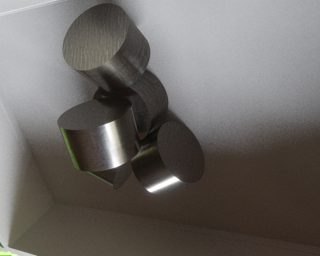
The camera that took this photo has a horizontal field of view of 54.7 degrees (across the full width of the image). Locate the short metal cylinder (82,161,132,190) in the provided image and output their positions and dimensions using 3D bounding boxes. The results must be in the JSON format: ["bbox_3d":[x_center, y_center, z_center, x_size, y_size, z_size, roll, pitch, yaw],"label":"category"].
[{"bbox_3d":[-0.064,0.038,0.428,0.050,0.080,0.079,26,128,12],"label":"short metal cylinder"}]

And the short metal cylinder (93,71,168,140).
[{"bbox_3d":[-0.036,-0.029,0.391,0.080,0.050,0.079,13,124,21],"label":"short metal cylinder"}]

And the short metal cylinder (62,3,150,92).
[{"bbox_3d":[-0.058,-0.087,0.340,0.080,0.080,0.050,4,163,26],"label":"short metal cylinder"}]

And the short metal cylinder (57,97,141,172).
[{"bbox_3d":[-0.065,0.004,0.343,0.080,0.080,0.050,3,120,26],"label":"short metal cylinder"}]

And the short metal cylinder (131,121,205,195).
[{"bbox_3d":[0.011,0.038,0.389,0.050,0.080,0.080,-32,101,39],"label":"short metal cylinder"}]
